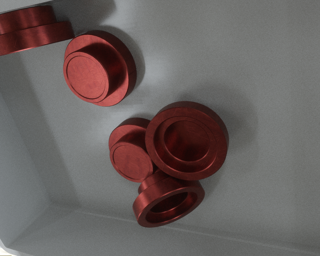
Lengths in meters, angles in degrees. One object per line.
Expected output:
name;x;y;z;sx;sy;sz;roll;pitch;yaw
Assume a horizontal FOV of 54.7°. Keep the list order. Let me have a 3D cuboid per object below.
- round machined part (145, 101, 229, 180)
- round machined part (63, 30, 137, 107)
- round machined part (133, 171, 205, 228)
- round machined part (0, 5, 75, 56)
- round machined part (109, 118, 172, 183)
round machined part;0.035;0.012;0.380;0.098;0.042;0.097;8;117;16
round machined part;-0.083;-0.071;0.396;0.098;0.042;0.097;13;124;20
round machined part;0.008;0.093;0.426;0.042;0.099;0.097;62;140;36
round machined part;-0.156;-0.117;0.370;0.098;0.099;0.042;-3;112;29
round machined part;-0.031;0.038;0.436;0.098;0.042;0.097;13;124;20
